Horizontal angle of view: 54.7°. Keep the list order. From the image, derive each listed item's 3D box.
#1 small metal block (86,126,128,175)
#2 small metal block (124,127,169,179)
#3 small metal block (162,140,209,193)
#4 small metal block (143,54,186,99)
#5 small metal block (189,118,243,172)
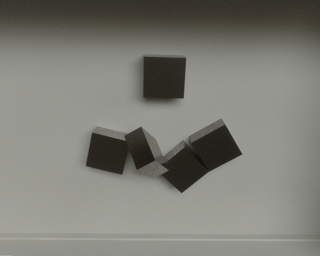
[{"bbox_3d":[-0.069,0.030,0.420,0.050,0.025,0.050,14,110,-2],"label":"small metal block"},{"bbox_3d":[-0.016,0.033,0.399,0.025,0.050,0.050,-29,151,9],"label":"small metal block"},{"bbox_3d":[0.031,0.054,0.432,0.050,0.025,0.050,-41,106,13],"label":"small metal block"},{"bbox_3d":[0.005,-0.065,0.388,0.050,0.025,0.050,2,110,-1],"label":"small metal block"},{"bbox_3d":[0.075,0.023,0.421,0.050,0.025,0.050,-30,108,10],"label":"small metal block"}]
